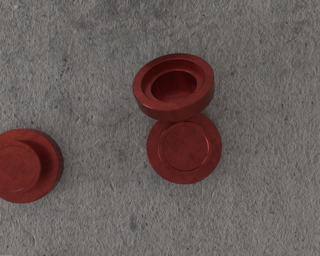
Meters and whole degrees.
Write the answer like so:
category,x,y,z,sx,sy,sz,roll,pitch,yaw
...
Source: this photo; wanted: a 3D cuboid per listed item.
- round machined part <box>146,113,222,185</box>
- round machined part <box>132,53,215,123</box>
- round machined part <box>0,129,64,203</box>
category,x,y,z,sx,sy,sz,roll,pitch,yaw
round machined part,0.031,0.025,0.402,0.099,0.042,0.097,0,90,0
round machined part,0.019,-0.045,0.385,0.098,0.042,0.098,-7,51,8
round machined part,-0.180,0.049,0.400,0.099,0.042,0.097,0,90,0
